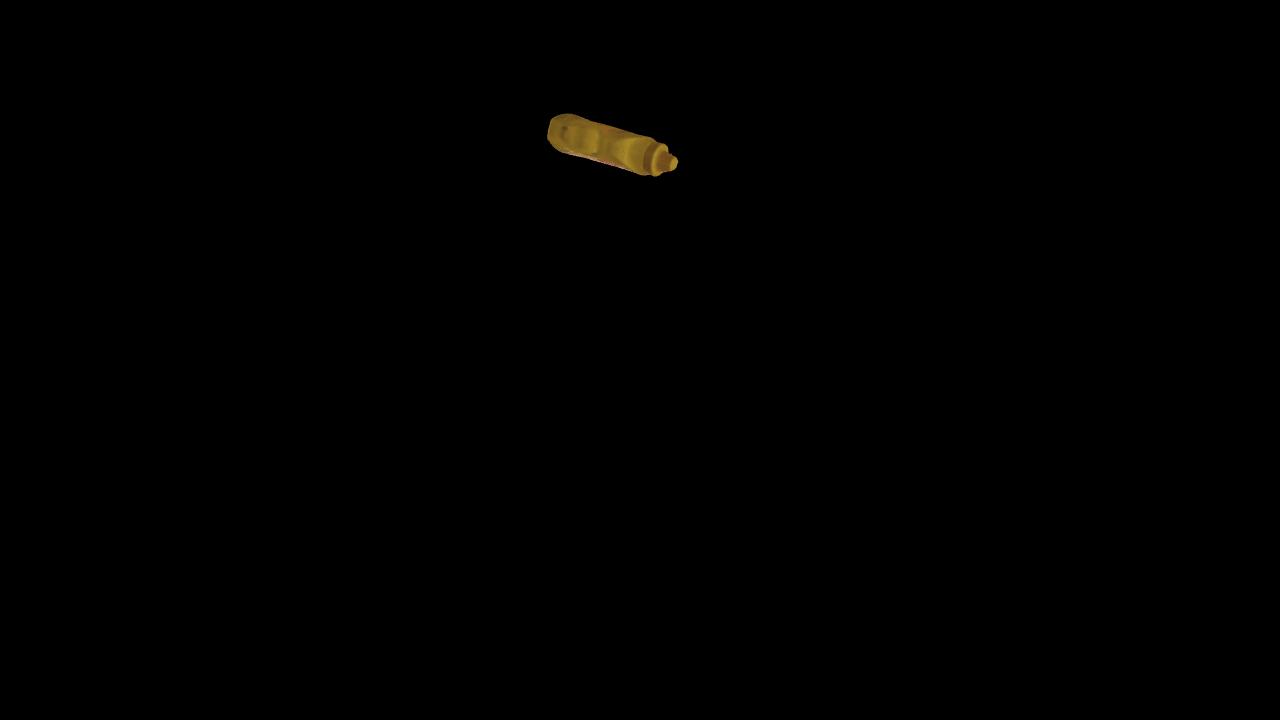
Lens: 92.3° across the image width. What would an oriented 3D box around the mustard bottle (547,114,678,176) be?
[{"bbox_3d":[-0.029,-0.287,0.833,0.184,0.054,0.092,25,14,25],"label":"mustard bottle"}]
